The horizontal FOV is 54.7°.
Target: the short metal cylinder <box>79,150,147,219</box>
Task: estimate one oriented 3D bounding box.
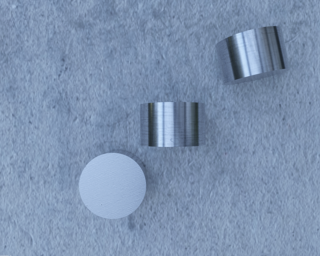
[{"bbox_3d":[-0.057,0.069,0.397,0.081,0.050,0.079,0,90,-1],"label":"short metal cylinder"}]

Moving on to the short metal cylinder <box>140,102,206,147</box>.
[{"bbox_3d":[0.016,-0.004,0.383,0.081,0.080,0.050,-1,90,-1],"label":"short metal cylinder"}]

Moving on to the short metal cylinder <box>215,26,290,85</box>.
[{"bbox_3d":[0.114,-0.087,0.384,0.080,0.080,0.050,-12,90,0],"label":"short metal cylinder"}]
